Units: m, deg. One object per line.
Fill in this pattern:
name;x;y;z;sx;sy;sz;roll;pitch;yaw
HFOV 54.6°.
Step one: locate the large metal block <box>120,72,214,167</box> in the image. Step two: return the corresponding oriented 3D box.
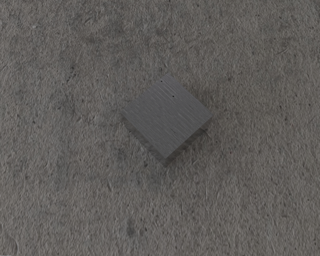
large metal block;0.008;-0.009;0.398;0.080;0.050;0.080;-41;75;-14
